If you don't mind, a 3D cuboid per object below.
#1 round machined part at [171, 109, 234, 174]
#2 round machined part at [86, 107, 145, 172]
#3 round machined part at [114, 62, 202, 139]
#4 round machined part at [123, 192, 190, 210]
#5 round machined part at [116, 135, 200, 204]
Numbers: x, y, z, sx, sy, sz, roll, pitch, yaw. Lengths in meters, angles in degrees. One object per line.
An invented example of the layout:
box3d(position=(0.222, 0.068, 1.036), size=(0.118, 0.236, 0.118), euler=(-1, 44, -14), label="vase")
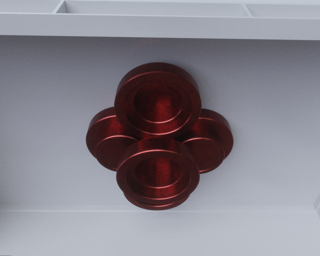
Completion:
box3d(position=(0.050, 0.025, 0.417), size=(0.099, 0.042, 0.097), euler=(-1, 130, 0), label="round machined part")
box3d(position=(-0.050, 0.022, 0.414), size=(0.099, 0.042, 0.097), euler=(-1, 130, 0), label="round machined part")
box3d(position=(-0.002, -0.034, 0.366), size=(0.099, 0.042, 0.097), euler=(-1, 130, 0), label="round machined part")
box3d(position=(-0.004, 0.077, 0.461), size=(0.099, 0.042, 0.097), euler=(-1, 130, 0), label="round machined part")
box3d(position=(-0.002, 0.047, 0.380), size=(0.099, 0.042, 0.097), euler=(-1, 130, 0), label="round machined part")
